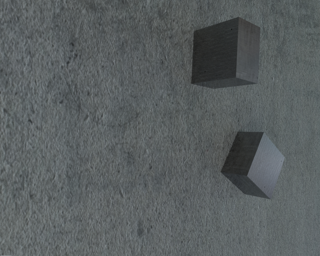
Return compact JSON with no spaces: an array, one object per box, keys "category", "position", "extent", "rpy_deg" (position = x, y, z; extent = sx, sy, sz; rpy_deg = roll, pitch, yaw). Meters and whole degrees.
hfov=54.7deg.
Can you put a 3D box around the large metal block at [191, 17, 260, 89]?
[{"category":"large metal block","position":[0.094,-0.103,0.447],"extent":[0.050,0.080,0.080],"rpy_deg":[5,87,-40]}]

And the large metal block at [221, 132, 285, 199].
[{"category":"large metal block","position":[0.158,0.062,0.520],"extent":[0.080,0.050,0.080],"rpy_deg":[42,65,-32]}]
